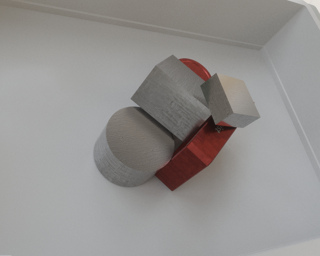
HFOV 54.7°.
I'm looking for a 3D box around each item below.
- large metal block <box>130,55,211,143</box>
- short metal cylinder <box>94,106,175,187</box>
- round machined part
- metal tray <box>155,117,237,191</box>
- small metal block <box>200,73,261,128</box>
[{"bbox_3d":[0.022,-0.039,0.379,0.080,0.050,0.080,39,26,-2],"label":"large metal block"},{"bbox_3d":[-0.031,0.022,0.358,0.081,0.050,0.080,14,56,-21],"label":"short metal cylinder"},{"bbox_3d":[0.039,-0.063,0.453,0.099,0.042,0.098,14,56,-21],"label":"round machined part"},{"bbox_3d":[0.057,0.013,0.386,0.030,0.090,0.131,44,50,2],"label":"metal tray"},{"bbox_3d":[0.078,-0.029,0.343,0.050,0.025,0.050,5,58,-41],"label":"small metal block"}]
